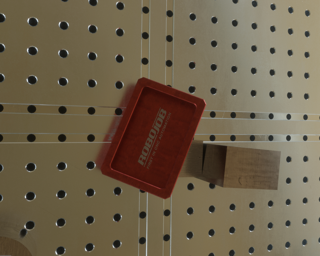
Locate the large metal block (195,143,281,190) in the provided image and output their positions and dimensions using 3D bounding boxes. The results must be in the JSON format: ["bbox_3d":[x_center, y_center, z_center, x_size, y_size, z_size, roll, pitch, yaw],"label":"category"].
[{"bbox_3d":[0.102,0.050,0.421,0.081,0.080,0.050,7,88,-20],"label":"large metal block"}]

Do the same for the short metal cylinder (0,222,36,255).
[{"bbox_3d":[-0.177,0.149,0.334,0.081,0.050,0.079,0,90,-20],"label":"short metal cylinder"}]

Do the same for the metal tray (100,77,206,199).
[{"bbox_3d":[-0.007,0.012,0.389,0.090,0.030,0.130,21,82,5],"label":"metal tray"}]

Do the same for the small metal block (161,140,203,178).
[{"bbox_3d":[0.030,0.041,0.424,0.050,0.025,0.050,3,89,-20],"label":"small metal block"}]
